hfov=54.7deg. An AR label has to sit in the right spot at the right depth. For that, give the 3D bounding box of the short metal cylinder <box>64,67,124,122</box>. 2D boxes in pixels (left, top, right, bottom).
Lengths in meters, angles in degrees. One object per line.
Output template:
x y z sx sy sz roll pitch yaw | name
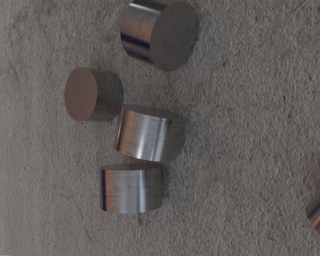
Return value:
-0.101 -0.050 0.472 0.080 0.050 0.080 0 90 40 | short metal cylinder

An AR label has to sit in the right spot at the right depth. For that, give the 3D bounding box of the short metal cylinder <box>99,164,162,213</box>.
-0.037 0.075 0.400 0.080 0.081 0.050 -1 89 40 | short metal cylinder

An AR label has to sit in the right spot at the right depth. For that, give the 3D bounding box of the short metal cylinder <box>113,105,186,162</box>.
-0.013 0.004 0.380 0.080 0.081 0.050 20 103 38 | short metal cylinder

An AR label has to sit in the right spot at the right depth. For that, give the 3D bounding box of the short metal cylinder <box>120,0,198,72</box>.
0.000 -0.113 0.369 0.050 0.081 0.079 30 109 36 | short metal cylinder

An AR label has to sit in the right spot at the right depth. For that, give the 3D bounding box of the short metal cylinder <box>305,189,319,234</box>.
0.162 0.068 0.235 0.080 0.081 0.050 42 116 32 | short metal cylinder
